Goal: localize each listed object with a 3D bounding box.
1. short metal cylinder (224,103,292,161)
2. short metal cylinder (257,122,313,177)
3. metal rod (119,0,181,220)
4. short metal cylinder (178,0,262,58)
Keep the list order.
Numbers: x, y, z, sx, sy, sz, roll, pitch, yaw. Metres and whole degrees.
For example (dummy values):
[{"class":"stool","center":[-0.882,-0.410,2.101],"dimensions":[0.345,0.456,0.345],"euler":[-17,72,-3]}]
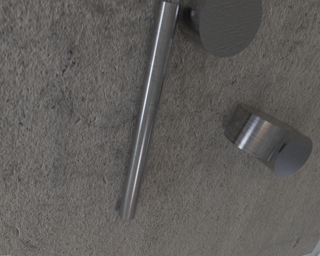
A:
[{"class":"short metal cylinder","center":[0.141,0.005,0.452],"dimensions":[0.081,0.080,0.050],"euler":[14,111,-34]},{"class":"short metal cylinder","center":[0.209,0.036,0.528],"dimensions":[0.081,0.050,0.079],"euler":[-14,124,-21]},{"class":"metal rod","center":[-0.019,-0.003,0.394],"dimensions":[0.025,0.025,0.298],"euler":[-2,119,-28]},{"class":"short metal cylinder","center":[0.066,-0.126,0.349],"dimensions":[0.081,0.050,0.079],"euler":[-14,124,-21]}]
